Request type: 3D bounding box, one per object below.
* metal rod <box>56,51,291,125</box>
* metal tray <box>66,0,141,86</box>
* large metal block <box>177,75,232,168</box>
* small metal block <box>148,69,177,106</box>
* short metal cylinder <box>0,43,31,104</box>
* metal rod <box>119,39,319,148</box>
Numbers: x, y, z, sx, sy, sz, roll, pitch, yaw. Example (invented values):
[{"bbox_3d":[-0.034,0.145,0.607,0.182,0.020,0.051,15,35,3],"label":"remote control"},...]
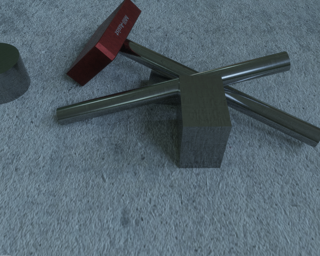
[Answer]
[{"bbox_3d":[0.013,-0.050,0.402,0.301,0.025,0.025,-13,50,5],"label":"metal rod"},{"bbox_3d":[-0.084,-0.132,0.473,0.030,0.090,0.130,39,47,-24],"label":"metal tray"},{"bbox_3d":[0.048,-0.007,0.374,0.050,0.080,0.080,0,50,-1],"label":"large metal block"},{"bbox_3d":[0.009,-0.061,0.454,0.050,0.025,0.050,6,50,5],"label":"small metal block"},{"bbox_3d":[-0.238,-0.080,0.451,0.081,0.050,0.080,0,50,0],"label":"short metal cylinder"},{"bbox_3d":[0.069,-0.055,0.422,0.301,0.025,0.025,28,55,15],"label":"metal rod"}]
